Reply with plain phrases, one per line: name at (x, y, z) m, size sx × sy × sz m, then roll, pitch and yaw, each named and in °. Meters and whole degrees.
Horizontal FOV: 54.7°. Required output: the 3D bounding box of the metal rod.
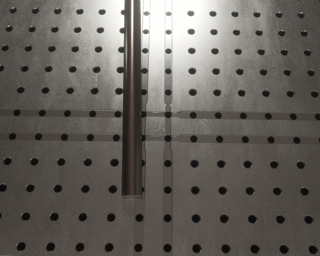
metal rod at (-0.039, -0.056, 0.431) m, size 0.025 × 0.025 × 0.299 m, roll -1°, pitch 70°, yaw -1°
